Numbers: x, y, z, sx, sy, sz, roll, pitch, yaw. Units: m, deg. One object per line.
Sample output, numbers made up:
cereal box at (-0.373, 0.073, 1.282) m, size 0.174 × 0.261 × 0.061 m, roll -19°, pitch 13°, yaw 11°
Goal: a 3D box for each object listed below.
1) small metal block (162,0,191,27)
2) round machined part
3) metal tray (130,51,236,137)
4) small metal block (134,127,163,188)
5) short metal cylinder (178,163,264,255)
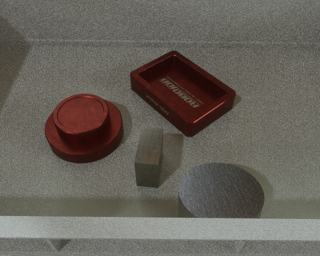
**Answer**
small metal block at (0.030, -0.227, 0.582) m, size 0.025 × 0.050 × 0.050 m, roll -35°, pitch 58°, yaw -25°
round machined part at (-0.098, -0.006, 0.398) m, size 0.099 × 0.042 × 0.098 m, roll 0°, pitch 50°, yaw 0°
metal tray at (0.030, -0.055, 0.447) m, size 0.091 × 0.030 × 0.130 m, roll -33°, pitch 58°, yaw -25°
small metal block at (-0.012, 0.034, 0.360) m, size 0.025 × 0.050 × 0.050 m, roll 5°, pitch 50°, yaw 4°
short metal cylinder at (0.058, 0.080, 0.310) m, size 0.081 × 0.050 × 0.080 m, roll -1°, pitch 35°, yaw 1°
